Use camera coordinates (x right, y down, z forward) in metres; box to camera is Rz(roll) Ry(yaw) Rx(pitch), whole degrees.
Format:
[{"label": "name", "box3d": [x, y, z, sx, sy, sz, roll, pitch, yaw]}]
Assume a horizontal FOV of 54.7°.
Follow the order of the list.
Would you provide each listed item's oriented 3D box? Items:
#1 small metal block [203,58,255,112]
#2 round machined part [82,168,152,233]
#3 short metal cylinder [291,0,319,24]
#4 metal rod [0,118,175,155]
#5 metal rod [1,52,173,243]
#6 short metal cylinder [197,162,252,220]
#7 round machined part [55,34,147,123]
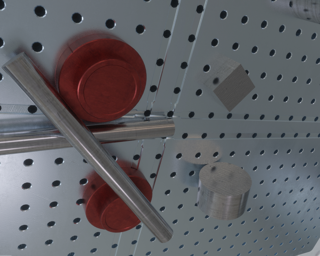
[{"label": "small metal block", "box3d": [0.096, -0.059, 0.427, 0.050, 0.025, 0.050, -45, 129, 3]}, {"label": "round machined part", "box3d": [-0.055, 0.108, 0.436, 0.099, 0.042, 0.097, -14, 124, -21]}, {"label": "short metal cylinder", "box3d": [0.222, -0.178, 0.406, 0.081, 0.050, 0.079, -14, 124, -21]}, {"label": "metal rod", "box3d": [-0.121, 0.012, 0.352, 0.303, 0.025, 0.025, -5, 121, -26]}, {"label": "metal rod", "box3d": [-0.064, 0.044, 0.362, 0.025, 0.025, 0.299, -36, 121, -4]}, {"label": "short metal cylinder", "box3d": [0.100, 0.098, 0.491, 0.081, 0.080, 0.050, -12, 123, -22]}, {"label": "round machined part", "box3d": [-0.060, -0.048, 0.338, 0.099, 0.042, 0.097, -14, 124, -21]}]
